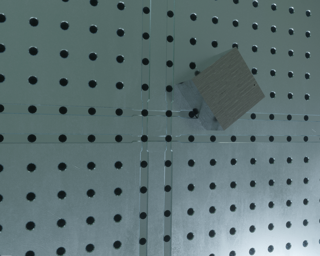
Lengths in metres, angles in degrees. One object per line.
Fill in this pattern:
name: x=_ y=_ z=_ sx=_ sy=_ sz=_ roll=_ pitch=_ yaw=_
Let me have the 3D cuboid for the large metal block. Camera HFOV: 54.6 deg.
large metal block: x=0.083 y=-0.052 z=0.430 sx=0.080 sy=0.050 sz=0.080 roll=-38 pitch=102 yaw=-16
